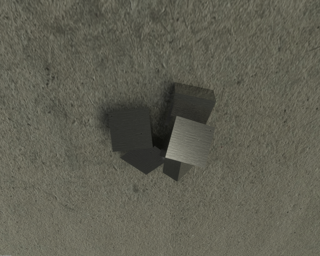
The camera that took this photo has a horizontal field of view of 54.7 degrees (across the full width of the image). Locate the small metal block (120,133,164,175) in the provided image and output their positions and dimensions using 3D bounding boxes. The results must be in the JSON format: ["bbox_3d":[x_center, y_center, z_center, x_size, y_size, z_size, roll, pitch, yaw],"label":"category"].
[{"bbox_3d":[-0.020,0.033,0.437,0.050,0.025,0.050,-37,121,27],"label":"small metal block"}]

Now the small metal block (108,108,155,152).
[{"bbox_3d":[-0.035,0.002,0.393,0.050,0.025,0.050,-6,92,4],"label":"small metal block"}]

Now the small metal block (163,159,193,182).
[{"bbox_3d":[0.031,0.036,0.421,0.025,0.050,0.050,30,135,25],"label":"small metal block"}]

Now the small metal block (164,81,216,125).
[{"bbox_3d":[0.036,-0.026,0.388,0.050,0.025,0.050,11,129,-10],"label":"small metal block"}]

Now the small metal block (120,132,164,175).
[{"bbox_3d":[-0.019,0.033,0.437,0.050,0.025,0.050,-37,122,27],"label":"small metal block"}]

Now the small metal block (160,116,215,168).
[{"bbox_3d":[0.033,0.017,0.373,0.050,0.025,0.050,17,85,-14],"label":"small metal block"}]
